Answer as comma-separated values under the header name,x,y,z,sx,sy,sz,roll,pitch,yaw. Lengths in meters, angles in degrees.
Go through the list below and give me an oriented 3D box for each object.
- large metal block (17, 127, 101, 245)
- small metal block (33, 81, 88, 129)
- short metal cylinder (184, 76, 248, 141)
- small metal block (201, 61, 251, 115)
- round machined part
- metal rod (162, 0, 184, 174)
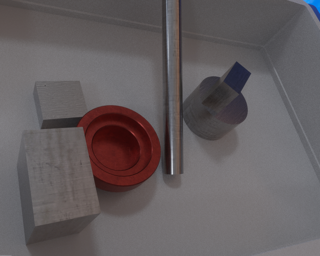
name,x,y,z,sx,sy,sz,roll,pitch,yaw
large metal block,-0.098,0.054,0.285,0.050,0.080,0.080,-4,64,-30
small metal block,-0.116,-0.027,0.361,0.050,0.025,0.050,-6,65,-31
short metal cylinder,0.079,-0.028,0.452,0.081,0.050,0.080,14,56,-21
small metal block,0.087,-0.052,0.406,0.025,0.050,0.050,39,51,-2
round machined part,-0.052,0.026,0.352,0.099,0.042,0.098,14,56,-21
metal rod,0.016,-0.093,0.392,0.025,0.025,0.298,1,87,-28
